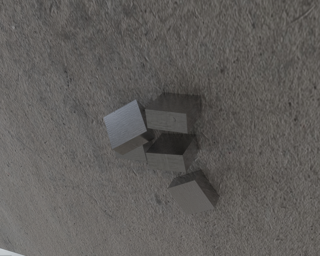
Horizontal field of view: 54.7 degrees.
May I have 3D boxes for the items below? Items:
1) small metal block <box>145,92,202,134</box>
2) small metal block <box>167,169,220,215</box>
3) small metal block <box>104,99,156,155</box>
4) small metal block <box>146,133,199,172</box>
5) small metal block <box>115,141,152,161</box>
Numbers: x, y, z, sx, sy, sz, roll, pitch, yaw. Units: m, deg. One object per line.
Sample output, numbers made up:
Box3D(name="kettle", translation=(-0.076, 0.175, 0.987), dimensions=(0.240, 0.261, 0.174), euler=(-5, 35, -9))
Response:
Box3D(name="small metal block", translation=(0.017, -0.020, 0.369), dimensions=(0.050, 0.050, 0.025), euler=(8, 122, 24))
Box3D(name="small metal block", translation=(0.047, 0.092, 0.439), dimensions=(0.050, 0.025, 0.050), euler=(-26, 105, 37))
Box3D(name="small metal block", translation=(-0.040, -0.001, 0.399), dimensions=(0.050, 0.050, 0.025), euler=(-28, 149, 12))
Box3D(name="small metal block", translation=(0.017, 0.030, 0.400), dimensions=(0.050, 0.050, 0.025), euler=(1, 119, 27))
Box3D(name="small metal block", translation=(-0.040, 0.017, 0.439), dimensions=(0.050, 0.025, 0.050), euler=(2, 120, 27))
